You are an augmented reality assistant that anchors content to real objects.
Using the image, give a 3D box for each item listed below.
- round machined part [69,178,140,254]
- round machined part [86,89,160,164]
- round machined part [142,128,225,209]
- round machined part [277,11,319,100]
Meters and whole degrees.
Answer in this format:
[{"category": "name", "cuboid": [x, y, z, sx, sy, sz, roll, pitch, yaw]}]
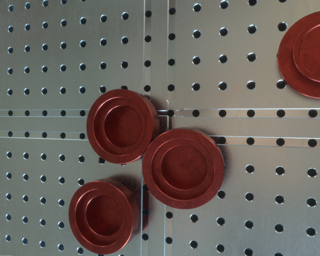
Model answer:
[{"category": "round machined part", "cuboid": [-0.073, 0.119, 0.430, 0.098, 0.042, 0.097, 0, 90, 20]}, {"category": "round machined part", "cuboid": [-0.046, -0.002, 0.420, 0.098, 0.042, 0.097, 0, 90, 20]}, {"category": "round machined part", "cuboid": [0.031, 0.047, 0.388, 0.098, 0.042, 0.097, 1, 96, 12]}, {"category": "round machined part", "cuboid": [0.181, -0.081, 0.339, 0.098, 0.042, 0.097, 0, 90, 20]}]
